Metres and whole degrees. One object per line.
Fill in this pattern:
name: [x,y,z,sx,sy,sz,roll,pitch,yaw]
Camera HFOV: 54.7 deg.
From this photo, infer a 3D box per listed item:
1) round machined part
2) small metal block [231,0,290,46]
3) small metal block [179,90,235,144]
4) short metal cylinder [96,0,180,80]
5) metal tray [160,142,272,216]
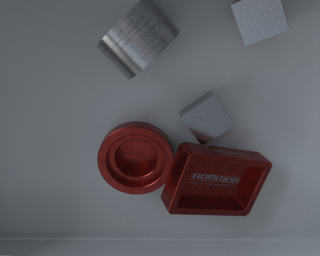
round machined part: [-0.031,0.036,0.415,0.099,0.042,0.097,0,110,-1]
small metal block: [0.115,-0.129,0.356,0.050,0.025,0.050,-15,113,28]
small metal block: [0.061,-0.013,0.408,0.050,0.025,0.050,-34,107,11]
short metal cylinder: [-0.024,-0.100,0.345,0.080,0.080,0.050,-41,105,13]
metal tray: [0.076,0.072,0.413,0.131,0.030,0.089,9,111,-25]
